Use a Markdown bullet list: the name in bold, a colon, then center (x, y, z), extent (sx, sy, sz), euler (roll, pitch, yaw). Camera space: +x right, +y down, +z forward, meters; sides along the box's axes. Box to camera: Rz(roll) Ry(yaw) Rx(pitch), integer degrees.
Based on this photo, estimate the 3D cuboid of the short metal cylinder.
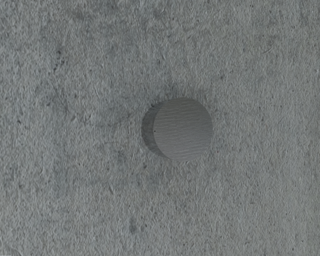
- **short metal cylinder**: center (0.021, 0.002, 0.406), extent (0.081, 0.050, 0.079), euler (0, 90, -21)
